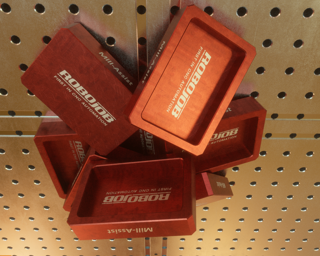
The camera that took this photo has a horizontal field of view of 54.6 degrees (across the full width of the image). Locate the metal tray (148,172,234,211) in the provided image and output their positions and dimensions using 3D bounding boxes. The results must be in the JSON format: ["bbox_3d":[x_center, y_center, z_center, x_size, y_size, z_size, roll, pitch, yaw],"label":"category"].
[{"bbox_3d":[0.046,0.096,0.446,0.090,0.030,0.130,-23,160,19],"label":"metal tray"}]

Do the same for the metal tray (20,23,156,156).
[{"bbox_3d":[-0.079,-0.039,0.352,0.090,0.030,0.130,-38,106,27],"label":"metal tray"}]

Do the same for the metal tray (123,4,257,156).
[{"bbox_3d":[0.031,-0.047,0.325,0.090,0.030,0.130,27,92,-21],"label":"metal tray"}]

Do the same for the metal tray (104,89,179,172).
[{"bbox_3d":[-0.019,0.009,0.415,0.090,0.030,0.129,-5,128,1],"label":"metal tray"}]

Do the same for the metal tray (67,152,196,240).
[{"bbox_3d":[-0.027,0.074,0.347,0.130,0.090,0.030,-6,130,11],"label":"metal tray"}]

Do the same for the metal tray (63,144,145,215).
[{"bbox_3d":[-0.073,0.081,0.436,0.090,0.030,0.129,21,127,-17],"label":"metal tray"}]

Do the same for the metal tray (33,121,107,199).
[{"bbox_3d":[-0.115,0.049,0.449,0.090,0.030,0.129,-4,129,2],"label":"metal tray"}]

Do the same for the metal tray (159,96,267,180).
[{"bbox_3d":[0.066,0.017,0.399,0.131,0.030,0.090,-15,131,-10],"label":"metal tray"}]
